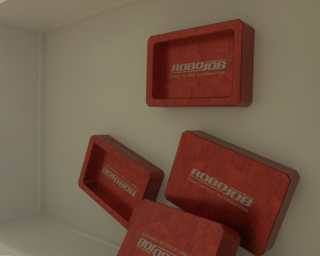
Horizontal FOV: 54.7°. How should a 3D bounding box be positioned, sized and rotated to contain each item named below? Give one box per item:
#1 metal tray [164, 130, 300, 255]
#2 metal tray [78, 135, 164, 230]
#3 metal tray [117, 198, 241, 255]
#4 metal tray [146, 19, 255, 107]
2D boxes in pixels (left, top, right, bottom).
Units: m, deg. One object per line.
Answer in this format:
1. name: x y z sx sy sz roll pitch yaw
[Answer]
1. metal tray: 0.072 0.065 0.343 0.130 0.030 0.089 24 105 37
2. metal tray: -0.062 0.075 0.451 0.130 0.030 0.089 29 108 36
3. metal tray: 0.011 0.133 0.326 0.130 0.030 0.090 2 61 51
4. metal tray: 0.042 -0.070 0.367 0.130 0.030 0.089 3 92 39
